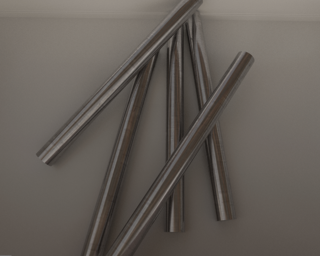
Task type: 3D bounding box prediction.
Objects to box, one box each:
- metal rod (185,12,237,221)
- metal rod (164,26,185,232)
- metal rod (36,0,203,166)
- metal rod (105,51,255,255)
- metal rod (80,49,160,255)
[{"bbox_3d":[0.064,-0.030,0.420,0.025,0.025,0.299,-5,70,-2],"label":"metal rod"},{"bbox_3d":[0.020,-0.018,0.416,0.025,0.025,0.299,1,70,0],"label":"metal rod"},{"bbox_3d":[-0.049,-0.071,0.413,0.025,0.025,0.300,40,83,13],"label":"metal rod"},{"bbox_3d":[0.034,0.024,0.373,0.025,0.025,0.300,31,73,11],"label":"metal rod"},{"bbox_3d":[-0.045,0.014,0.404,0.025,0.025,0.299,13,70,4],"label":"metal rod"}]
